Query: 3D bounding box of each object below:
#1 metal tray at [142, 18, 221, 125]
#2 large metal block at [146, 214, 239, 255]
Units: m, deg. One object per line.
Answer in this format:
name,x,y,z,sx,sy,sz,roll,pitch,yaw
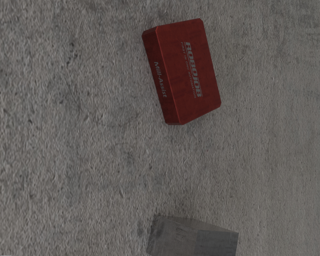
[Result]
metal tray,0.034,-0.078,0.429,0.091,0.030,0.129,-25,106,-37
large metal block,0.042,0.150,0.405,0.080,0.080,0.050,19,78,-38
